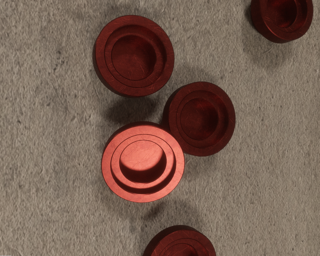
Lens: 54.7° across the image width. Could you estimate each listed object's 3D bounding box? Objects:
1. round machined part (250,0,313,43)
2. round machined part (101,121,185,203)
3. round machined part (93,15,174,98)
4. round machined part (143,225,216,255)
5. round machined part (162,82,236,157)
[{"bbox_3d":[0.177,-0.176,0.467,0.099,0.042,0.097,0,90,-21],"label":"round machined part"},{"bbox_3d":[-0.021,0.039,0.383,0.099,0.042,0.097,-2,104,-7],"label":"round machined part"},{"bbox_3d":[-0.035,-0.086,0.388,0.099,0.042,0.097,0,90,-21],"label":"round machined part"},{"bbox_3d":[0.021,0.177,0.409,0.099,0.042,0.097,0,90,-21],"label":"round machined part"},{"bbox_3d":[0.049,-0.012,0.419,0.099,0.042,0.097,0,90,-20],"label":"round machined part"}]
